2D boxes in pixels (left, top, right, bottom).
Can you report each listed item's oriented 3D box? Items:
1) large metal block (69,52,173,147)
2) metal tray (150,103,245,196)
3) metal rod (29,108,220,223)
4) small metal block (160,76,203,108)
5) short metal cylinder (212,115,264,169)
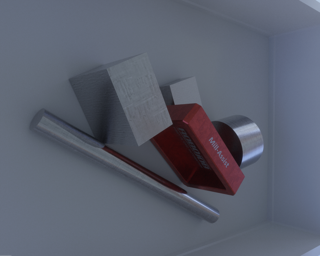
[{"bbox_3d":[-0.043,-0.029,0.334,0.050,0.080,0.080,-33,111,-35],"label":"large metal block"},{"bbox_3d":[0.040,0.029,0.397,0.030,0.090,0.130,-52,121,-28],"label":"metal tray"},{"bbox_3d":[-0.020,0.063,0.390,0.301,0.025,0.025,35,68,-35],"label":"metal rod"},{"bbox_3d":[0.029,-0.040,0.430,0.050,0.025,0.050,-26,106,-37],"label":"small metal block"},{"bbox_3d":[0.104,0.024,0.458,0.050,0.080,0.079,-15,100,-38],"label":"short metal cylinder"}]
